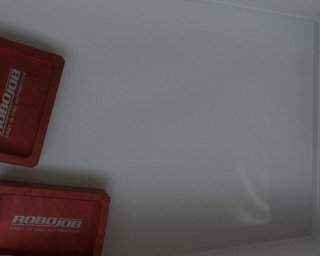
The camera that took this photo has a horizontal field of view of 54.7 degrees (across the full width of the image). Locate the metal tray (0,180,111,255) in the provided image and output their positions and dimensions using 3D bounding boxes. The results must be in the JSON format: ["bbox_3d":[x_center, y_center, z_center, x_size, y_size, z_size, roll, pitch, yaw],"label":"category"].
[{"bbox_3d":[-0.131,0.113,0.360,0.131,0.030,0.089,10,87,-20],"label":"metal tray"}]

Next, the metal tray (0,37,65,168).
[{"bbox_3d":[-0.168,-0.029,0.345,0.091,0.030,0.129,15,85,-20],"label":"metal tray"}]
